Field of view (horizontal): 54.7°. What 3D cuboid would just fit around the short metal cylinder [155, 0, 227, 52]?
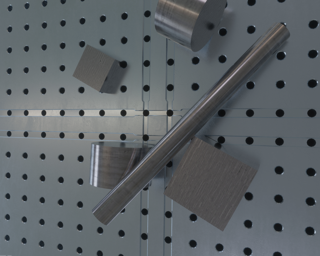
[{"bbox_3d":[0.038,-0.139,0.370,0.050,0.080,0.080,32,100,17],"label":"short metal cylinder"}]

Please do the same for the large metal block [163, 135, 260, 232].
[{"bbox_3d":[0.064,0.063,0.377,0.080,0.050,0.080,29,100,17],"label":"large metal block"}]

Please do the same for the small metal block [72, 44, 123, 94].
[{"bbox_3d":[-0.089,-0.084,0.444,0.050,0.025,0.050,31,100,17],"label":"small metal block"}]

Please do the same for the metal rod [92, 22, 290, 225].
[{"bbox_3d":[0.038,-0.007,0.355,0.025,0.025,0.300,44,87,15],"label":"metal rod"}]

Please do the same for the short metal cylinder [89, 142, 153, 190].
[{"bbox_3d":[-0.049,0.046,0.401,0.080,0.080,0.050,4,92,20],"label":"short metal cylinder"}]
